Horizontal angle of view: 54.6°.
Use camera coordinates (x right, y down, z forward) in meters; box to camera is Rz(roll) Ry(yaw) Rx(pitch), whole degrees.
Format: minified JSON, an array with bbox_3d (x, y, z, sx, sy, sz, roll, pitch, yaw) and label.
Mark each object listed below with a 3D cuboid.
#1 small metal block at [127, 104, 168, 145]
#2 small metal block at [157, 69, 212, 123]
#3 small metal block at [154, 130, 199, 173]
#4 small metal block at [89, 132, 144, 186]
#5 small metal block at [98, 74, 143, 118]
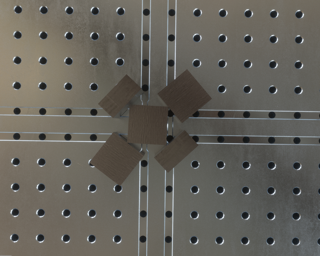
[{"bbox_3d":[-0.015,-0.004,0.413,0.050,0.025,0.050,4,89,1],"label":"small metal block"},{"bbox_3d":[0.032,-0.041,0.413,0.050,0.025,0.050,-40,90,0],"label":"small metal block"},{"bbox_3d":[0.020,0.028,0.401,0.050,0.050,0.025,-42,90,0],"label":"small metal block"},{"bbox_3d":[-0.056,0.040,0.413,0.050,0.025,0.050,38,89,-1],"label":"small metal block"},{"bbox_3d":[-0.049,-0.039,0.400,0.025,0.050,0.050,44,91,-1],"label":"small metal block"}]
